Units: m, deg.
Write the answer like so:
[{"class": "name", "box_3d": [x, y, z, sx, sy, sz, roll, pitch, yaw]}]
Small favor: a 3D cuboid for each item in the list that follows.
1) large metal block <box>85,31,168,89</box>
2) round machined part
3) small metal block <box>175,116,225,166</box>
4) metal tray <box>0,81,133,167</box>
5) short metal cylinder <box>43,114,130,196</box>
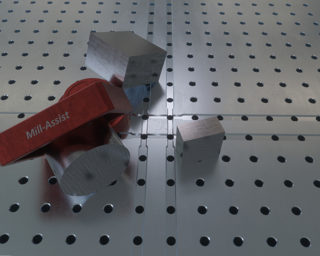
[{"class": "large metal block", "box_3d": [-0.050, -0.104, 0.460, 0.080, 0.050, 0.081, 36, 35, 26]}, {"class": "round machined part", "box_3d": [-0.092, -0.031, 0.422, 0.099, 0.042, 0.098, 0, 50, 0]}, {"class": "small metal block", "box_3d": [0.047, 0.016, 0.378, 0.050, 0.050, 0.025, -12, 51, -10]}, {"class": "metal tray", "box_3d": [-0.102, -0.005, 0.340, 0.130, 0.090, 0.030, -27, 89, 8]}, {"class": "short metal cylinder", "box_3d": [-0.081, 0.030, 0.346, 0.081, 0.080, 0.050, -26, 55, -20]}]
